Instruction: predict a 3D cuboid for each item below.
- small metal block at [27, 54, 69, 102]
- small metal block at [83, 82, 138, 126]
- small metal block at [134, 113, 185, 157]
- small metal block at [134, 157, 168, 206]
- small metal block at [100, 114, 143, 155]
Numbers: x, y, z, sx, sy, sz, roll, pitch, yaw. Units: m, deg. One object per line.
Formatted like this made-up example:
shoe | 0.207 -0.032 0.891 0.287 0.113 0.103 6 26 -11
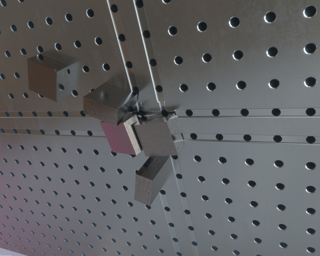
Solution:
small metal block | -0.162 -0.073 0.449 0.050 0.025 0.050 24 127 13
small metal block | -0.065 -0.032 0.407 0.050 0.050 0.025 21 126 15
small metal block | 0.000 0.010 0.416 0.050 0.025 0.050 -6 116 30
small metal block | -0.013 0.074 0.446 0.025 0.050 0.050 18 126 17
small metal block | -0.051 0.008 0.434 0.050 0.025 0.050 2 121 42
